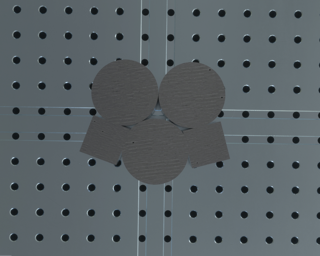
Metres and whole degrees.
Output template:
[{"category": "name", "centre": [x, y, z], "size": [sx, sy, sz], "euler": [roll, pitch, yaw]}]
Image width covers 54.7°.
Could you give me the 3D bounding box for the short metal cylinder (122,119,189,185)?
[{"category": "short metal cylinder", "centre": [-0.006, 0.028, 0.397], "size": [0.081, 0.050, 0.079], "euler": [0, 90, 0]}]

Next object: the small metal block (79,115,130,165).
[{"category": "small metal block", "centre": [-0.071, 0.016, 0.409], "size": [0.050, 0.025, 0.050], "euler": [21, 90, 0]}]

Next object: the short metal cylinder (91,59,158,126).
[{"category": "short metal cylinder", "centre": [-0.042, -0.043, 0.397], "size": [0.081, 0.050, 0.079], "euler": [0, 90, 0]}]

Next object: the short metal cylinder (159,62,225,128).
[{"category": "short metal cylinder", "centre": [0.039, -0.040, 0.398], "size": [0.081, 0.050, 0.079], "euler": [0, 90, 0]}]

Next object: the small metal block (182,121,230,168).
[{"category": "small metal block", "centre": [0.060, 0.022, 0.411], "size": [0.050, 0.025, 0.050], "euler": [-14, 90, 0]}]
